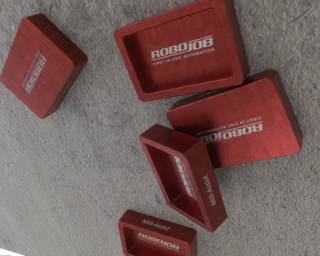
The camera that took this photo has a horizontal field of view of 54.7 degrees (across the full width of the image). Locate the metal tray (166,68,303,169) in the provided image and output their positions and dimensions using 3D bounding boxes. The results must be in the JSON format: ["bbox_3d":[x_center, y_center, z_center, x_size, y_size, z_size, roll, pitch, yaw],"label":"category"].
[{"bbox_3d":[0.083,-0.003,0.358,0.130,0.030,0.090,-17,110,34],"label":"metal tray"}]

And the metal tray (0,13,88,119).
[{"bbox_3d":[-0.169,-0.083,0.442,0.090,0.030,0.129,44,129,-3],"label":"metal tray"}]

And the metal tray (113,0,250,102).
[{"bbox_3d":[0.022,-0.083,0.340,0.130,0.030,0.090,-7,115,31],"label":"metal tray"}]

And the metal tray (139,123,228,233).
[{"bbox_3d":[0.030,0.063,0.393,0.090,0.030,0.129,20,139,49],"label":"metal tray"}]

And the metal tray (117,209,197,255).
[{"bbox_3d":[-0.004,0.196,0.527,0.130,0.030,0.089,10,123,22],"label":"metal tray"}]
